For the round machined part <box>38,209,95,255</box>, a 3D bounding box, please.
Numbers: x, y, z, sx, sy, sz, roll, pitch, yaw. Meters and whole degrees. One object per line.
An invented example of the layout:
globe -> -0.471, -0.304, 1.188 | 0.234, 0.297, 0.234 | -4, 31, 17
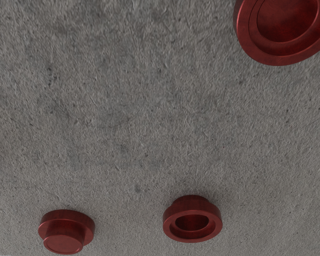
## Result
round machined part -> -0.170, 0.193, 0.559 | 0.099, 0.042, 0.097 | 0, 130, 0

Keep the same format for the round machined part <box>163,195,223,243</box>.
round machined part -> 0.054, 0.150, 0.524 | 0.099, 0.042, 0.097 | 0, 130, 0

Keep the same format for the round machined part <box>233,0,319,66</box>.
round machined part -> 0.120, -0.113, 0.300 | 0.099, 0.042, 0.097 | 0, 130, 0
